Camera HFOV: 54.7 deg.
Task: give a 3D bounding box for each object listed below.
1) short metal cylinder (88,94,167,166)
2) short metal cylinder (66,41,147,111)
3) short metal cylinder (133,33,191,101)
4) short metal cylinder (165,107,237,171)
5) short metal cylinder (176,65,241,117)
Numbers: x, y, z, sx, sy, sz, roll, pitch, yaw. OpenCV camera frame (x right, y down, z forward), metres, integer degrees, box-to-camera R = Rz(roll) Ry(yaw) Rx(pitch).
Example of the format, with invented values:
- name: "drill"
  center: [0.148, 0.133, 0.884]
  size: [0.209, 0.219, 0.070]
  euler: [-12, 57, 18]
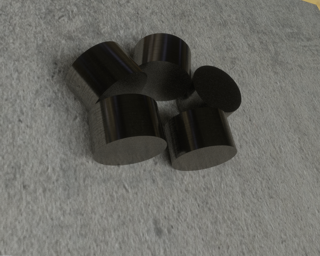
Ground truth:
- name: "short metal cylinder"
  center: [-0.037, 0.004, 0.347]
  size: [0.081, 0.080, 0.050]
  euler: [1, 62, -28]
- name: "short metal cylinder"
  center: [-0.062, -0.055, 0.367]
  size: [0.081, 0.080, 0.050]
  euler: [-31, 74, -38]
- name: "short metal cylinder"
  center: [0.002, -0.080, 0.420]
  size: [0.081, 0.080, 0.050]
  euler: [17, 55, -19]
- name: "short metal cylinder"
  center: [0.050, 0.016, 0.387]
  size: [0.081, 0.080, 0.050]
  euler: [3, 61, -27]
- name: "short metal cylinder"
  center: [0.071, -0.044, 0.455]
  size: [0.081, 0.050, 0.080]
  euler: [14, 56, -21]
